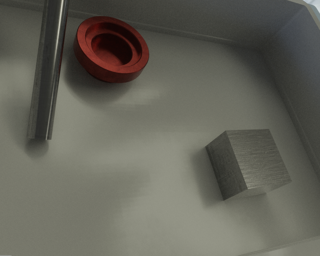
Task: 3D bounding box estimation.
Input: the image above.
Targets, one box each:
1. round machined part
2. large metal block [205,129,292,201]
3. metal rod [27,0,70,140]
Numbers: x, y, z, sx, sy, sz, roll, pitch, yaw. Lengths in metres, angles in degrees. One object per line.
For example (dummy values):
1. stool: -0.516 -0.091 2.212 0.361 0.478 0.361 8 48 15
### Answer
1. round machined part: -0.068 -0.100 0.421 0.099 0.042 0.098 14 56 -21
2. large metal block: 0.120 0.049 0.427 0.081 0.050 0.080 -1 63 -29
3. metal rod: -0.111 -0.137 0.334 0.025 0.025 0.298 8 89 -25
